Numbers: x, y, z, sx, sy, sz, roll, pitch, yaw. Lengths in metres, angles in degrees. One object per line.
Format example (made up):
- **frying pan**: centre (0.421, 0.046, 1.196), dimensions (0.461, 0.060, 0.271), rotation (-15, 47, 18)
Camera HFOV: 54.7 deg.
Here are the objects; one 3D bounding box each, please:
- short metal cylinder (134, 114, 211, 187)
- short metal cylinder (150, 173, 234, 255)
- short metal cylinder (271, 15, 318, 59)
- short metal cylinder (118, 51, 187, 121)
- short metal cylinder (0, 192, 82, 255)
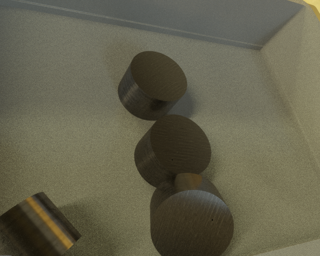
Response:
- **short metal cylinder**: centre (0.015, 0.030, 0.381), dimensions (0.081, 0.050, 0.080), rotation (14, 56, -21)
- **short metal cylinder**: centre (0.030, 0.093, 0.322), dimensions (0.080, 0.080, 0.050), rotation (33, 7, -8)
- **short metal cylinder**: centre (0.293, -0.199, 0.675), dimensions (0.081, 0.050, 0.080), rotation (14, 56, -21)
- **short metal cylinder**: centre (-0.011, -0.057, 0.420), dimensions (0.081, 0.050, 0.080), rotation (14, 56, -21)
- **short metal cylinder**: centre (-0.112, 0.098, 0.251), dimensions (0.050, 0.080, 0.080), rotation (47, 51, 4)
